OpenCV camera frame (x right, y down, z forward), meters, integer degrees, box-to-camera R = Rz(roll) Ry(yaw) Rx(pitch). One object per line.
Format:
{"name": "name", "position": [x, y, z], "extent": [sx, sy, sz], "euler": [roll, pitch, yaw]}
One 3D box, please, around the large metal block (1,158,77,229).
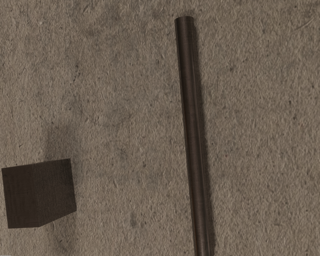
{"name": "large metal block", "position": [-0.167, 0.089, 0.437], "extent": [0.050, 0.080, 0.080], "euler": [-9, 87, 19]}

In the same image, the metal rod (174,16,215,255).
{"name": "metal rod", "position": [0.043, 0.010, 0.393], "extent": [0.025, 0.025, 0.298], "euler": [-5, 88, 19]}
